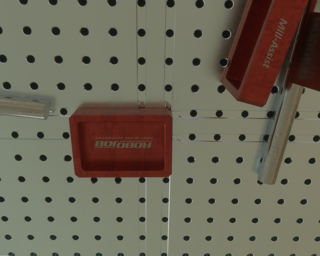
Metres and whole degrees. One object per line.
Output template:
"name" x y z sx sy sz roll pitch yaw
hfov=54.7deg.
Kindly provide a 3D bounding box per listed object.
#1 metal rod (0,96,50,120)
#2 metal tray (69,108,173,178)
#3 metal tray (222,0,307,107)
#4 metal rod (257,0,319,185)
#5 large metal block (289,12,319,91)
"metal rod" -0.297 -0.039 0.394 0.302 0.025 0.025 6 110 -3
"metal tray" -0.049 0.020 0.417 0.131 0.030 0.089 0 110 -1
"metal tray" 0.112 -0.098 0.344 0.030 0.090 0.129 14 109 -6
"metal rod" 0.172 -0.064 0.392 0.025 0.025 0.298 7 110 -3
"large metal block" 0.207 -0.084 0.356 0.081 0.050 0.079 -2 113 -29
